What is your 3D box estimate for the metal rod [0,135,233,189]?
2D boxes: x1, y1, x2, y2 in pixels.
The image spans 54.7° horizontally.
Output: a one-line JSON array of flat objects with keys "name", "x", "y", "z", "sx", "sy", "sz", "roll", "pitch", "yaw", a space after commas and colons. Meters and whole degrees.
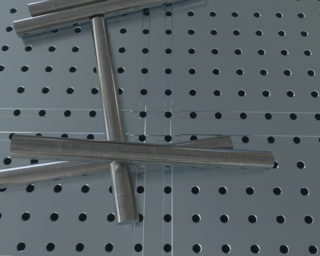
[{"name": "metal rod", "x": -0.058, "y": 0.043, "z": 0.395, "sx": 0.302, "sy": 0.025, "sz": 0.025, "roll": -8, "pitch": 70, "yaw": -4}]

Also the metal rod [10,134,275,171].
[{"name": "metal rod", "x": -0.005, "y": 0.030, "z": 0.356, "sx": 0.302, "sy": 0.025, "sz": 0.025, "roll": 5, "pitch": 69, "yaw": -16}]

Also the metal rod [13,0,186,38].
[{"name": "metal rod", "x": -0.069, "y": -0.187, "z": 0.479, "sx": 0.302, "sy": 0.025, "sz": 0.025, "roll": -15, "pitch": 71, "yaw": -6}]

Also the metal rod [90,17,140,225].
[{"name": "metal rod", "x": -0.064, "y": -0.028, "z": 0.402, "sx": 0.025, "sy": 0.025, "sz": 0.299, "roll": -10, "pitch": 63, "yaw": -4}]

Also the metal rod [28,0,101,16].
[{"name": "metal rod", "x": -0.052, "y": -0.217, "z": 0.490, "sx": 0.302, "sy": 0.025, "sz": 0.025, "roll": -15, "pitch": 71, "yaw": -6}]
